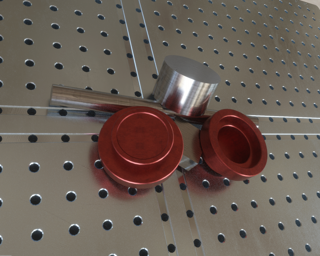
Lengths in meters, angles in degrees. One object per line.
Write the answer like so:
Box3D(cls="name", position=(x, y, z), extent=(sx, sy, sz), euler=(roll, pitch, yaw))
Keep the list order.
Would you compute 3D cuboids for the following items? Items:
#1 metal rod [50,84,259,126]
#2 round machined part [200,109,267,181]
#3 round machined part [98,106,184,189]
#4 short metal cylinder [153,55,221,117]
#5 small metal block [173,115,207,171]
Box3D(cls="metal rod", position=(0.010, -0.022, 0.423), extent=(0.302, 0.025, 0.025), euler=(7, 59, -25))
Box3D(cls="round machined part", position=(0.095, 0.026, 0.425), extent=(0.099, 0.042, 0.098), euler=(15, 57, -24))
Box3D(cls="round machined part", position=(-0.021, 0.016, 0.355), extent=(0.099, 0.042, 0.098), euler=(3, 64, -7))
Box3D(cls="short metal cylinder", position=(0.036, -0.059, 0.424), extent=(0.081, 0.050, 0.080), euler=(17, 30, -10))
Box3D(cls="small metal block", position=(0.030, 0.020, 0.407), extent=(0.050, 0.025, 0.050), euler=(32, 52, -8))
